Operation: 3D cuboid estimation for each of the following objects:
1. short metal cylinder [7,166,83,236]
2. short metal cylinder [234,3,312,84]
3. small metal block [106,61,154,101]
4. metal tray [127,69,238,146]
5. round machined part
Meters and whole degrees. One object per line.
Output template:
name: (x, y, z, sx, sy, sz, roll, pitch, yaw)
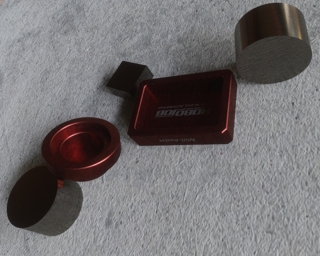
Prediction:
short metal cylinder: (-0.150, 0.096, 0.408, 0.080, 0.050, 0.080, -13, 56, 21)
short metal cylinder: (0.129, -0.096, 0.360, 0.080, 0.080, 0.050, -9, 58, 23)
small metal block: (-0.046, -0.072, 0.472, 0.050, 0.025, 0.050, 19, 72, 35)
metal tray: (0.029, -0.024, 0.400, 0.130, 0.030, 0.090, -3, 60, 26)
round machined part: (-0.100, 0.032, 0.409, 0.099, 0.042, 0.098, 0, 40, 1)
